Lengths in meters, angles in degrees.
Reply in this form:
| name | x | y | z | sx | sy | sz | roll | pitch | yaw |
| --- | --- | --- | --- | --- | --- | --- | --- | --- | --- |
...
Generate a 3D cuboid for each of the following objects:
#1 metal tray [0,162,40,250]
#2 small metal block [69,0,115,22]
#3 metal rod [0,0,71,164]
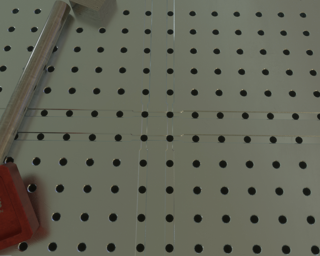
| name | x | y | z | sx | sy | sz | roll | pitch | yaw |
| --- | --- | --- | --- | --- | --- | --- | --- | --- | --- |
| metal tray | -0.219 | 0.103 | 0.353 | 0.131 | 0.030 | 0.090 | -19 | 93 | -7 |
| small metal block | -0.104 | -0.201 | 0.484 | 0.050 | 0.025 | 0.050 | 23 | 72 | 8 |
| metal rod | -0.187 | -0.052 | 0.429 | 0.025 | 0.025 | 0.299 | 13 | 70 | 5 |
